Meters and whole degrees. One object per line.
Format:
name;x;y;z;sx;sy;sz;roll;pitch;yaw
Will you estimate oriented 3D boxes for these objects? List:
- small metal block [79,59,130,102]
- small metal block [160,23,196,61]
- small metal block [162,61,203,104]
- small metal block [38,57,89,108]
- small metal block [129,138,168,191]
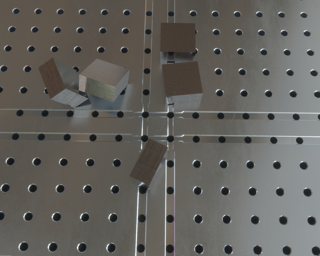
small metal block;-0.075;-0.066;0.424;0.050;0.025;0.050;19;40;7
small metal block;0.026;-0.127;0.458;0.050;0.025;0.050;1;70;0
small metal block;0.030;-0.063;0.435;0.050;0.025;0.050;-6;70;-2
small metal block;-0.129;-0.060;0.417;0.025;0.050;0.050;-31;72;13
small metal block;-0.012;0.047;0.381;0.025;0.050;0.050;24;72;9
